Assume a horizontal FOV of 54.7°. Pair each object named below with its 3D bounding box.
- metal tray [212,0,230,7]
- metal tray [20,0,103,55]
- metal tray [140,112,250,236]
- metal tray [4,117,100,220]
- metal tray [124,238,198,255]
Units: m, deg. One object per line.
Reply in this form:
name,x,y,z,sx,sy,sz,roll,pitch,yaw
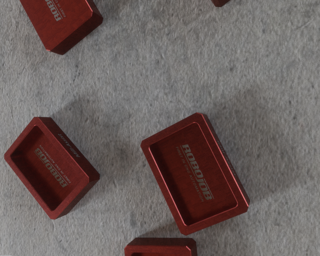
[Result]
metal tray,0.071,-0.229,0.380,0.090,0.030,0.130,-35,79,16
metal tray,-0.153,-0.187,0.459,0.090,0.030,0.130,-33,80,16
metal tray,0.043,0.056,0.390,0.090,0.030,0.130,-28,81,17
metal tray,-0.163,0.057,0.461,0.130,0.030,0.090,46,104,14
metal tray,0.006,0.213,0.403,0.090,0.030,0.129,-7,88,19
